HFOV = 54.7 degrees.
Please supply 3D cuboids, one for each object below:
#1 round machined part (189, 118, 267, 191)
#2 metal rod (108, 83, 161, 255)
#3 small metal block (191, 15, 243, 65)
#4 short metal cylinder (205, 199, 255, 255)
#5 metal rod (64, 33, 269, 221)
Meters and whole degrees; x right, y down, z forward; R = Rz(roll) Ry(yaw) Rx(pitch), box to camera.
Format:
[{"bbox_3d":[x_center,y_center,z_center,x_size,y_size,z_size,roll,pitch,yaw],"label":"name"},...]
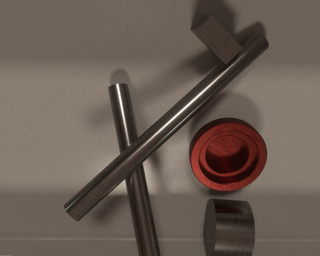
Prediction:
[{"bbox_3d":[0.088,0.032,0.415,0.099,0.042,0.097,0,110,-1],"label":"round machined part"},{"bbox_3d":[-0.024,0.093,0.376,0.025,0.025,0.298,-12,83,4],"label":"metal rod"},{"bbox_3d":[0.064,-0.104,0.361,0.050,0.050,0.025,42,105,-14],"label":"small metal block"},{"bbox_3d":[0.095,0.142,0.436,0.050,0.080,0.079,4,110,-2],"label":"short metal cylinder"},{"bbox_3d":[0.012,-0.005,0.362,0.300,0.025,0.025,-42,106,-5],"label":"metal rod"}]
